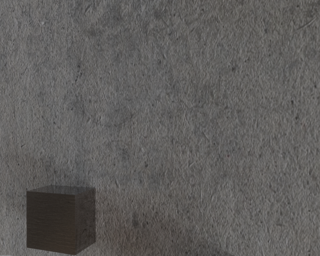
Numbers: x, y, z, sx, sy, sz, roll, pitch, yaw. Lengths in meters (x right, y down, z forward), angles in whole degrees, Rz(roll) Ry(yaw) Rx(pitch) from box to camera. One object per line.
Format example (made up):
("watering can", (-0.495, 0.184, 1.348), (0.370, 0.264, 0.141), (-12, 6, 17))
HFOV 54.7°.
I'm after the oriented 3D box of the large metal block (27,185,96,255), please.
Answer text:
("large metal block", (-0.141, 0.128, 0.446), (0.080, 0.050, 0.080), (0, 90, 20))
